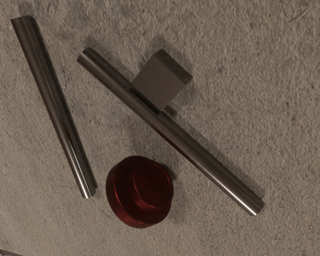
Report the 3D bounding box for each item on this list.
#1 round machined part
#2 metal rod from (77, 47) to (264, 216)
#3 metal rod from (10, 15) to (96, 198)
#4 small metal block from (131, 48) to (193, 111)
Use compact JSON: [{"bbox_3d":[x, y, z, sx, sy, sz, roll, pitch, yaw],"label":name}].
[{"bbox_3d":[-0.020,0.081,0.419,0.098,0.098,0.042,49,128,-7],"label":"round machined part"},{"bbox_3d":[0.014,0.006,0.401,0.300,0.025,0.025,42,129,-1],"label":"metal rod"},{"bbox_3d":[-0.155,-0.016,0.475,0.025,0.025,0.298,1,119,27],"label":"metal rod"},{"bbox_3d":[0.002,-0.057,0.370,0.050,0.025,0.050,43,129,-2],"label":"small metal block"}]
